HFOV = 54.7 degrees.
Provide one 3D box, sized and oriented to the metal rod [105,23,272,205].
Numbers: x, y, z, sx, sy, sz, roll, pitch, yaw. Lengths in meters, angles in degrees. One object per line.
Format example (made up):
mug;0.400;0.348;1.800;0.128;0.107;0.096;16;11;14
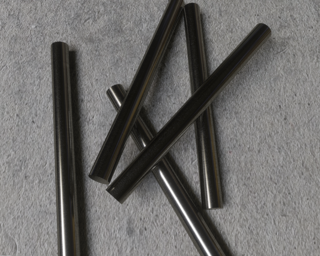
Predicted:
metal rod;0.046;-0.028;0.390;0.025;0.025;0.301;39;74;13

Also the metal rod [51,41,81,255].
metal rod;-0.123;0.021;0.399;0.025;0.025;0.299;-8;70;-3

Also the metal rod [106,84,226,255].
metal rod;0.013;0.069;0.382;0.025;0.025;0.299;-29;73;-10

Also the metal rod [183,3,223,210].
metal rod;0.056;-0.043;0.423;0.025;0.025;0.299;-3;70;-1

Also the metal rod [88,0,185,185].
metal rod;-0.021;-0.068;0.412;0.025;0.025;0.300;18;63;6
